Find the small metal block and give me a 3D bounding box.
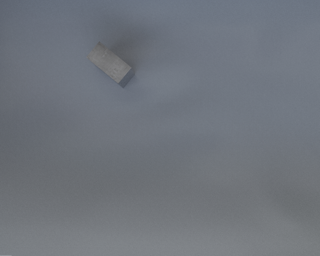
[{"bbox_3d":[-0.062,-0.079,0.398,0.050,0.050,0.025,39,90,0],"label":"small metal block"}]
